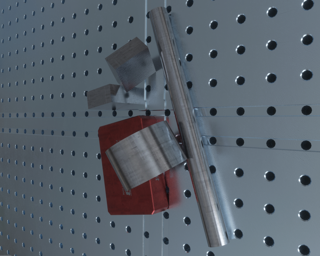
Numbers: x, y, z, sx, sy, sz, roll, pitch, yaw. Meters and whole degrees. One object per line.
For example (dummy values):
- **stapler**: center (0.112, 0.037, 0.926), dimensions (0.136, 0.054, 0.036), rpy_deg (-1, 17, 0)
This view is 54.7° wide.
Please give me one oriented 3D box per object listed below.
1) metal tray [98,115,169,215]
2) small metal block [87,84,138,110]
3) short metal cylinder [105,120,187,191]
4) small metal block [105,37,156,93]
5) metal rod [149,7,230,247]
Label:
- **metal tray**: center (-0.041, 0.054, 0.437), dimensions (0.090, 0.030, 0.129), rpy_deg (-14, 81, 38)
- **small metal block**: center (-0.069, -0.043, 0.448), dimensions (0.050, 0.050, 0.025), rpy_deg (-11, 83, 39)
- **short metal cylinder**: center (-0.015, 0.032, 0.359), dimensions (0.080, 0.081, 0.050), rpy_deg (-32, 83, 35)
- **small metal block**: center (-0.037, -0.083, 0.409), dimensions (0.050, 0.050, 0.025), rpy_deg (-37, 61, -9)
- **metal rod**: center (0.032, -0.010, 0.380), dimensions (0.025, 0.025, 0.299), rpy_deg (-22, 76, 37)
